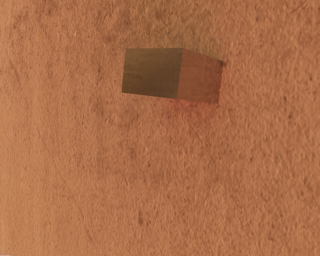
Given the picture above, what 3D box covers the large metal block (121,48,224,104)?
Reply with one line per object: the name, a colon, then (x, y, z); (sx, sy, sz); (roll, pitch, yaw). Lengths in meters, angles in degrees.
large metal block: (0.015, -0.059, 0.358); (0.080, 0.081, 0.050); (11, 97, 39)
